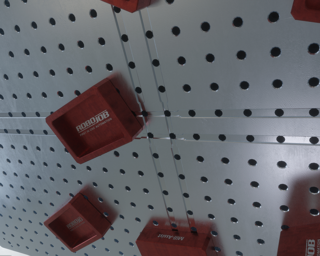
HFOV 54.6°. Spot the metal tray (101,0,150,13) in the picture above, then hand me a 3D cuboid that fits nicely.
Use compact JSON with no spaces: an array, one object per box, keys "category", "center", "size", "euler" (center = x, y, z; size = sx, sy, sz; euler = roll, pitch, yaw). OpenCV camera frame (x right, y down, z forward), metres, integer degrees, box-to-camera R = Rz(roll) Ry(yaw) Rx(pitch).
[{"category":"metal tray","center":[-0.044,-0.195,0.310],"size":[0.090,0.030,0.129],"euler":[26,128,12]}]

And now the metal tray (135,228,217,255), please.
[{"category":"metal tray","center":[0.031,0.219,0.528],"size":[0.130,0.030,0.090],"euler":[-5,116,30]}]

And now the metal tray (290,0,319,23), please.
[{"category":"metal tray","center":[0.180,-0.123,0.236],"size":[0.130,0.030,0.089],"euler":[16,125,19]}]

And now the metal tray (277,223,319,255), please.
[{"category":"metal tray","center":[0.179,0.166,0.351],"size":[0.090,0.131,0.030],"euler":[-25,105,37]}]

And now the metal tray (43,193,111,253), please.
[{"category":"metal tray","center":[-0.166,0.191,0.614],"size":[0.090,0.030,0.129],"euler":[47,129,-5]}]

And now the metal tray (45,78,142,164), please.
[{"category":"metal tray","center":[-0.101,-0.005,0.458],"size":[0.130,0.030,0.090],"euler":[-24,105,36]}]
